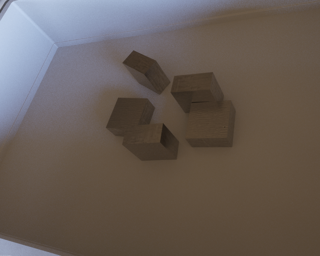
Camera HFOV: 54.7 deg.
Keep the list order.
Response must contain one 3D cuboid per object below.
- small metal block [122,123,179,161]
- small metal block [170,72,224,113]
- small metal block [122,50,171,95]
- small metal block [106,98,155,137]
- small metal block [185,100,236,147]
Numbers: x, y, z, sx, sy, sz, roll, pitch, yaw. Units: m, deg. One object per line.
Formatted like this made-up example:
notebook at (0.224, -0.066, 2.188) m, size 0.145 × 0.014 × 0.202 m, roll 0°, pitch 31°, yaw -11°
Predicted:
small metal block at (-0.010, 0.019, 0.384) m, size 0.050 × 0.050 × 0.025 m, roll -5°, pitch 60°, yaw 26°
small metal block at (0.048, -0.043, 0.391) m, size 0.050 × 0.050 × 0.025 m, roll -1°, pitch 62°, yaw 28°
small metal block at (-0.019, -0.080, 0.449) m, size 0.050 × 0.050 × 0.025 m, roll 33°, pitch 81°, yaw 38°
small metal block at (-0.041, -0.015, 0.436) m, size 0.050 × 0.025 × 0.050 m, roll 5°, pitch 64°, yaw 30°
small metal block at (0.062, -0.004, 0.376) m, size 0.050 × 0.025 × 0.050 m, roll -2°, pitch 61°, yaw 27°
